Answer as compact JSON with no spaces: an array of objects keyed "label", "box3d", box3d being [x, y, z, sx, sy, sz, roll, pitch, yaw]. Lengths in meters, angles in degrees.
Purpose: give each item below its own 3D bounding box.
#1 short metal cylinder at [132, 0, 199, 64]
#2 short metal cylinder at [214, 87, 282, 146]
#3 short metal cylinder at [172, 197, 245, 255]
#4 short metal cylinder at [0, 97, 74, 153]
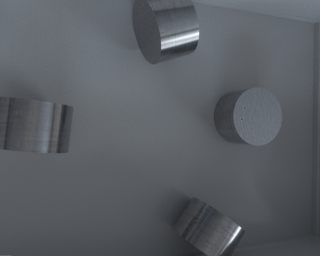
[{"label":"short metal cylinder","box3d":[0.005,-0.124,0.384,0.050,0.080,0.080,-20,97,-19]},{"label":"short metal cylinder","box3d":[0.126,-0.016,0.445,0.081,0.050,0.079,0,90,-21]},{"label":"short metal cylinder","box3d":[0.063,0.135,0.406,0.080,0.080,0.050,39,77,-16]},{"label":"short metal cylinder","box3d":[-0.137,-0.002,0.331,0.081,0.080,0.050,7,88,-20]}]
